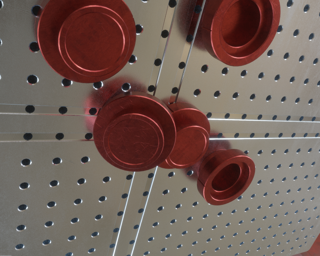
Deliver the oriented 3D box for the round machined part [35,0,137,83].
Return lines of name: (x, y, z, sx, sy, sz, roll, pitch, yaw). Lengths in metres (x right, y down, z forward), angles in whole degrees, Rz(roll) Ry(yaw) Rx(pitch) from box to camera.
round machined part: (-0.069, -0.090, 0.308, 0.099, 0.042, 0.097, -14, 125, -21)

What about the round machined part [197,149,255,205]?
round machined part: (0.102, 0.075, 0.505, 0.099, 0.042, 0.097, -14, 125, -21)

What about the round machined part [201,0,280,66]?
round machined part: (0.092, -0.128, 0.373, 0.099, 0.042, 0.097, -14, 125, -21)

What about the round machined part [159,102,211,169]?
round machined part: (0.029, 0.017, 0.428, 0.099, 0.042, 0.097, -14, 125, -21)

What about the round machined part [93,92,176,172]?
round machined part: (-0.030, 0.009, 0.366, 0.099, 0.042, 0.097, -1, 110, -1)
